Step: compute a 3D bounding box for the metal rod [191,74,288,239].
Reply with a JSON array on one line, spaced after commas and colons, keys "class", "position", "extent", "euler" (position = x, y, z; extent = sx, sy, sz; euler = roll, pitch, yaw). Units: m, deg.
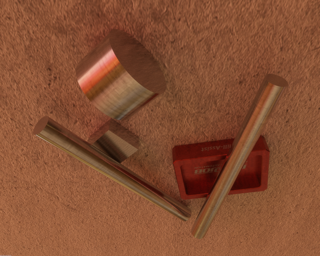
[{"class": "metal rod", "position": [0.093, 0.061, 0.419], "extent": [0.025, 0.025, 0.298], "euler": [9, 130, -8]}]

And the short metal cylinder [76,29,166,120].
[{"class": "short metal cylinder", "position": [-0.039, -0.055, 0.324], "extent": [0.050, 0.080, 0.080], "euler": [-36, 122, 26]}]

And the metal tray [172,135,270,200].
[{"class": "metal tray", "position": [0.089, 0.060, 0.455], "extent": [0.131, 0.030, 0.090], "euler": [-8, 130, 6]}]

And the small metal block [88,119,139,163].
[{"class": "small metal block", "position": [-0.065, 0.021, 0.425], "extent": [0.050, 0.025, 0.050], "euler": [37, 121, -27]}]

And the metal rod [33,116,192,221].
[{"class": "metal rod", "position": [-0.045, 0.073, 0.440], "extent": [0.025, 0.025, 0.301], "euler": [-30, 133, 23]}]
